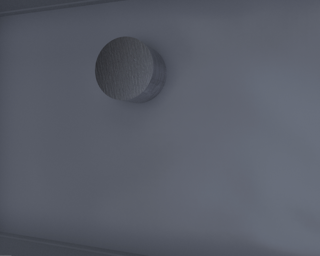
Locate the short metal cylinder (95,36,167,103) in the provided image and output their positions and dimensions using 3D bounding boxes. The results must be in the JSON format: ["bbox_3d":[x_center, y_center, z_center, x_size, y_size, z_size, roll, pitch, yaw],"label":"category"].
[{"bbox_3d":[-0.037,-0.074,0.409,0.080,0.050,0.079,0,90,19],"label":"short metal cylinder"}]
